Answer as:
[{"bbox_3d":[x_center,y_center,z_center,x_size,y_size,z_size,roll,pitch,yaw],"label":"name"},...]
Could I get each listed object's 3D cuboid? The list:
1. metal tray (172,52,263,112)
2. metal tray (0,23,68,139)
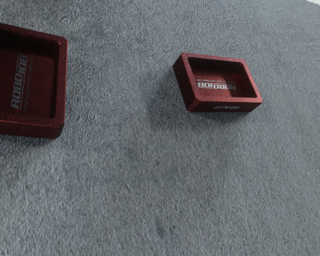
[{"bbox_3d":[0.092,-0.071,0.492,0.131,0.030,0.090,-2,63,-29],"label":"metal tray"},{"bbox_3d":[-0.155,-0.055,0.350,0.091,0.030,0.130,7,59,-25],"label":"metal tray"}]
